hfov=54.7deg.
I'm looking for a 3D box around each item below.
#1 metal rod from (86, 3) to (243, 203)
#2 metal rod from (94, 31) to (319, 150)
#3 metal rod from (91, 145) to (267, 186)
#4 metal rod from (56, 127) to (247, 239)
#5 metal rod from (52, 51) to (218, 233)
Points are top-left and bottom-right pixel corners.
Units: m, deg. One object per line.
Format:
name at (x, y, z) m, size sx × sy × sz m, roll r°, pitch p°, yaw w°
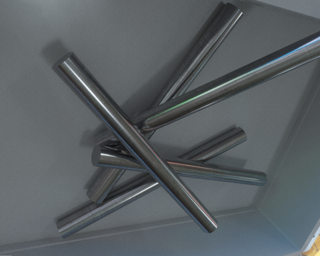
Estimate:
metal rod at (0.000, -0.024, 0.395) m, size 0.025 × 0.025 × 0.299 m, roll 30°, pitch 102°, yaw -38°
metal rod at (0.058, -0.039, 0.341) m, size 0.300 × 0.025 × 0.025 m, roll -24°, pitch 132°, yaw 17°
metal rod at (0.049, 0.059, 0.439) m, size 0.302 × 0.025 × 0.025 m, roll 13°, pitch 112°, yaw -34°
metal rod at (-0.003, 0.074, 0.454) m, size 0.302 × 0.025 × 0.025 m, roll -26°, pitch 128°, yaw -12°
metal rod at (-0.010, 0.037, 0.365) m, size 0.025 × 0.025 × 0.300 m, roll -40°, pitch 120°, yaw -2°
